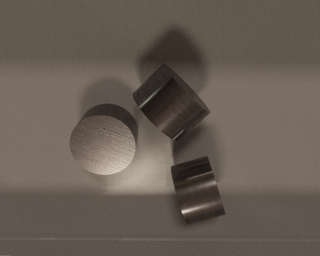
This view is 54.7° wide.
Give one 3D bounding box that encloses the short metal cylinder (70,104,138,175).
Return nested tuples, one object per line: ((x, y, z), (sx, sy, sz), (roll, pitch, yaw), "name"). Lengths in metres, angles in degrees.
((-0.070, 0.013, 0.402), (0.081, 0.050, 0.079), (0, 110, -1), "short metal cylinder")

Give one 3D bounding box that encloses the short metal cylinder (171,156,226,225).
((0.051, 0.082, 0.413), (0.050, 0.080, 0.080), (-17, 110, 6), "short metal cylinder")

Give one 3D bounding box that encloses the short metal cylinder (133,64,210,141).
((0.014, -0.031, 0.371), (0.050, 0.080, 0.080), (-43, 105, 14), "short metal cylinder")
